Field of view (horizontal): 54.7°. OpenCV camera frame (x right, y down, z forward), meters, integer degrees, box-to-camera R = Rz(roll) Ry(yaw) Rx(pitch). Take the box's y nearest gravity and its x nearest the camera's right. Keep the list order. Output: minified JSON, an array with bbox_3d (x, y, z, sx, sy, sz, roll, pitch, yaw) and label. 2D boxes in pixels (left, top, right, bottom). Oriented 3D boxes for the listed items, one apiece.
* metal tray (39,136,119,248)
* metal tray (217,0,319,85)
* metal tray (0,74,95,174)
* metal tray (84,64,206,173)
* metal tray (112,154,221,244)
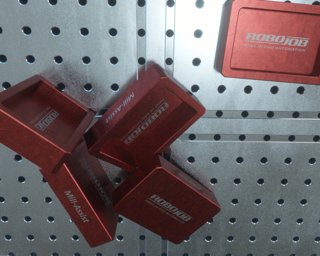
[{"bbox_3d":[-0.097,0.077,0.405,0.030,0.090,0.129,-23,109,8],"label":"metal tray"},{"bbox_3d":[0.142,-0.103,0.374,0.131,0.030,0.089,4,110,-2],"label":"metal tray"},{"bbox_3d":[-0.131,-0.011,0.351,0.090,0.130,0.030,36,106,-13],"label":"metal tray"},{"bbox_3d":[-0.018,-0.005,0.387,0.130,0.030,0.090,-44,135,14],"label":"metal tray"},{"bbox_3d":[0.010,0.103,0.432,0.090,0.030,0.130,-44,119,14],"label":"metal tray"}]
